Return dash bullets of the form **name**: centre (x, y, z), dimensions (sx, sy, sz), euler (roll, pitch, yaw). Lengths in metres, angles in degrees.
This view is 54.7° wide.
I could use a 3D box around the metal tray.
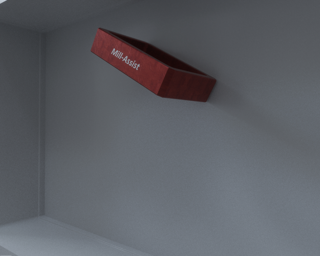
- **metal tray**: centre (-0.009, -0.075, 0.369), dimensions (0.130, 0.091, 0.030), euler (37, 113, 33)
